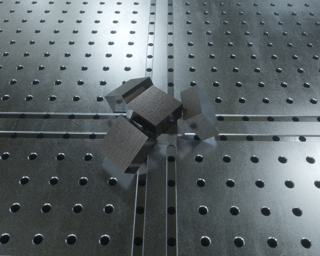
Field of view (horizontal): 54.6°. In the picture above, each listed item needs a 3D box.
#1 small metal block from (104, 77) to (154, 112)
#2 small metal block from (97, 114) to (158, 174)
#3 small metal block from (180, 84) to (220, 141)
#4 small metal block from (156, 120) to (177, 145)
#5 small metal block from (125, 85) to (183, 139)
[{"bbox_3d":[-0.041,-0.046,0.431,0.050,0.025,0.050,-39,24,-28],"label":"small metal block"},{"bbox_3d":[-0.039,0.020,0.374,0.050,0.025,0.050,37,96,27],"label":"small metal block"},{"bbox_3d":[0.052,-0.019,0.405,0.025,0.050,0.050,-24,46,23],"label":"small metal block"},{"bbox_3d":[-0.003,-0.005,0.412,0.050,0.025,0.050,1,53,1],"label":"small metal block"},{"bbox_3d":[-0.007,-0.021,0.393,0.050,0.025,0.050,34,57,25],"label":"small metal block"}]
